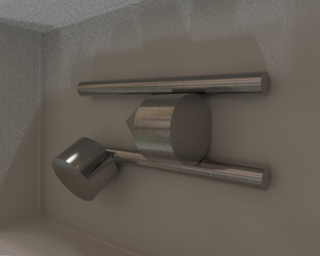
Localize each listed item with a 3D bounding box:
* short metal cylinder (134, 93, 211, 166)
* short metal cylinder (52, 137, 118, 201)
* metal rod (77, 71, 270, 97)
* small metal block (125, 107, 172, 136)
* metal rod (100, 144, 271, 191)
[{"bbox_3d":[0.016,0.001,0.354,0.050,0.081,0.079,2,92,40],"label":"short metal cylinder"},{"bbox_3d":[-0.110,0.060,0.454,0.080,0.050,0.079,24,137,24],"label":"short metal cylinder"},{"bbox_3d":[-0.009,-0.054,0.409,0.300,0.025,0.025,5,93,39],"label":"metal rod"},{"bbox_3d":[-0.013,-0.004,0.413,0.050,0.025,0.050,-45,63,30],"label":"small metal block"},{"bbox_3d":[-0.008,0.043,0.409,0.300,0.025,0.025,4,93,39],"label":"metal rod"}]
